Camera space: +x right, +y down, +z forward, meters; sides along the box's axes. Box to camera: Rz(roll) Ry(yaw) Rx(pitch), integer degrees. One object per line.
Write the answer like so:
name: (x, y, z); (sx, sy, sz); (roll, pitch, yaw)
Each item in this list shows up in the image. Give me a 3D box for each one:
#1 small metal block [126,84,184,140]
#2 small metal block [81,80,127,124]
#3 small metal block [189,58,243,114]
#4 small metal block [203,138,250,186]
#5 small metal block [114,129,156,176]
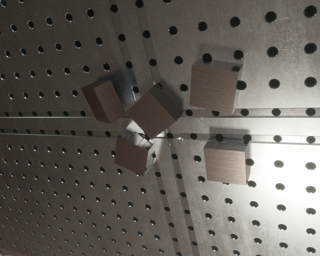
small metal block: (-0.007, -0.020, 0.401); (0.050, 0.025, 0.050); (47, 129, -6)
small metal block: (-0.076, -0.036, 0.413); (0.050, 0.025, 0.050); (12, 130, 58)
small metal block: (0.063, -0.048, 0.348); (0.050, 0.025, 0.050); (13, 124, 20)
small metal block: (0.085, 0.042, 0.392); (0.050, 0.025, 0.050); (4, 120, 26)
small metal block: (-0.037, 0.035, 0.451); (0.050, 0.025, 0.050); (22, 126, 15)
